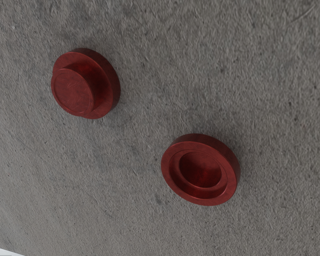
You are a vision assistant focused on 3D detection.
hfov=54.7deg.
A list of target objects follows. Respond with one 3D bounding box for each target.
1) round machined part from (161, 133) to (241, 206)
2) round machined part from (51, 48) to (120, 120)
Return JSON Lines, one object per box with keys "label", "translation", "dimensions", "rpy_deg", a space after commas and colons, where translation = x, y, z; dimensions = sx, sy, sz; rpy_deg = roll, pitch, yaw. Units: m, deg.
{"label": "round machined part", "translation": [0.054, 0.049, 0.397], "dimensions": [0.098, 0.042, 0.097], "rpy_deg": [13, 124, 21]}
{"label": "round machined part", "translation": [-0.107, -0.054, 0.419], "dimensions": [0.098, 0.042, 0.097], "rpy_deg": [13, 124, 21]}
